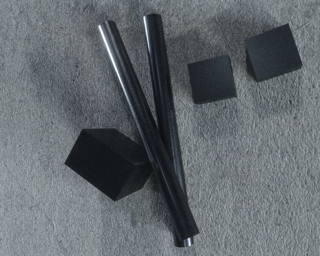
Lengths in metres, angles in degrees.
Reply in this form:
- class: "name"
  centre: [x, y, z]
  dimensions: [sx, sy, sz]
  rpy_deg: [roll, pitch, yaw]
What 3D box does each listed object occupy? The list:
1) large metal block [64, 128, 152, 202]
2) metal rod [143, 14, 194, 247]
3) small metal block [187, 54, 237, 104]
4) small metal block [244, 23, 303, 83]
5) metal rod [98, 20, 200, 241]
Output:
- class: "large metal block"
  centre: [-0.058, 0.042, 0.399]
  dimensions: [0.080, 0.080, 0.050]
  rpy_deg: [32, 101, 17]
- class: "metal rod"
  centre: [0.010, 0.001, 0.404]
  dimensions: [0.025, 0.025, 0.298]
  rpy_deg: [-9, 87, 19]
- class: "small metal block"
  centre: [0.065, -0.059, 0.386]
  dimensions: [0.050, 0.025, 0.050]
  rpy_deg: [-10, 87, 19]
- class: "small metal block"
  centre: [0.132, -0.086, 0.362]
  dimensions: [0.050, 0.025, 0.050]
  rpy_deg: [-18, 84, 18]
- class: "metal rod"
  centre: [-0.020, -0.009, 0.395]
  dimensions: [0.025, 0.025, 0.299]
  rpy_deg: [-27, 74, 18]
